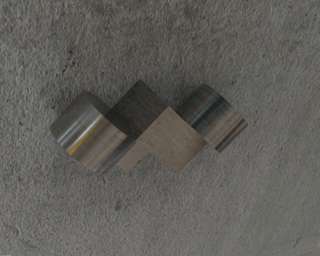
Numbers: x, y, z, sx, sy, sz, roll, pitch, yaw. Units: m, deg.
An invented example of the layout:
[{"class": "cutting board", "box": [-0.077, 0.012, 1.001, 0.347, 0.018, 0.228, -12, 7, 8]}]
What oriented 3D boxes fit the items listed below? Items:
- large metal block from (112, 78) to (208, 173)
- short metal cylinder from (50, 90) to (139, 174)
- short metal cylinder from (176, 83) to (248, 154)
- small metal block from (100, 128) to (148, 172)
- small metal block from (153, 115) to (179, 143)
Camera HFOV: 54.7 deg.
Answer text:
[{"class": "large metal block", "box": [-0.002, -0.004, 0.371, 0.050, 0.080, 0.080, -47, 130, 4]}, {"class": "short metal cylinder", "box": [-0.070, 0.004, 0.337, 0.050, 0.080, 0.080, -46, 129, 4]}, {"class": "short metal cylinder", "box": [0.066, -0.012, 0.402, 0.050, 0.080, 0.080, -46, 129, 4]}, {"class": "small metal block", "box": [-0.045, 0.022, 0.398, 0.050, 0.025, 0.050, -46, 129, 4]}, {"class": "small metal block", "box": [0.026, 0.016, 0.433, 0.050, 0.025, 0.050, -46, 129, 4]}]
